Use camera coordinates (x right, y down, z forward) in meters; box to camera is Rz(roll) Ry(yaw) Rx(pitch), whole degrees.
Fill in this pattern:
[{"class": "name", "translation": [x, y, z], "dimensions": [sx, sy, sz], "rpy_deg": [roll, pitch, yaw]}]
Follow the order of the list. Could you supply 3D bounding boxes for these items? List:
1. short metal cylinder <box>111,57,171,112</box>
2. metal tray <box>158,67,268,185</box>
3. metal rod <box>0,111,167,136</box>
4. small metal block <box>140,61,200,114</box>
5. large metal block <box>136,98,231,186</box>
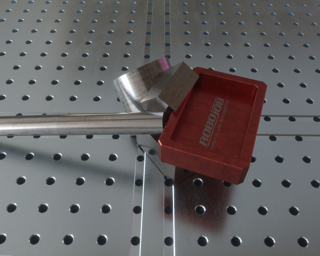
[{"class": "short metal cylinder", "translation": [-0.017, -0.054, 0.409], "dimensions": [0.081, 0.080, 0.050], "rpy_deg": [-28, 99, -22]}, {"class": "metal tray", "translation": [0.062, -0.009, 0.344], "dimensions": [0.090, 0.030, 0.130], "rpy_deg": [16, 51, 13]}, {"class": "metal rod", "translation": [-0.141, -0.003, 0.370], "dimensions": [0.301, 0.025, 0.025], "rpy_deg": [-1, 49, 13]}, {"class": "small metal block", "translation": [0.010, -0.043, 0.350], "dimensions": [0.025, 0.050, 0.050], "rpy_deg": [40, 72, -18]}, {"class": "large metal block", "translation": [0.026, 0.010, 0.381], "dimensions": [0.081, 0.050, 0.080], "rpy_deg": [-28, 56, -22]}]
